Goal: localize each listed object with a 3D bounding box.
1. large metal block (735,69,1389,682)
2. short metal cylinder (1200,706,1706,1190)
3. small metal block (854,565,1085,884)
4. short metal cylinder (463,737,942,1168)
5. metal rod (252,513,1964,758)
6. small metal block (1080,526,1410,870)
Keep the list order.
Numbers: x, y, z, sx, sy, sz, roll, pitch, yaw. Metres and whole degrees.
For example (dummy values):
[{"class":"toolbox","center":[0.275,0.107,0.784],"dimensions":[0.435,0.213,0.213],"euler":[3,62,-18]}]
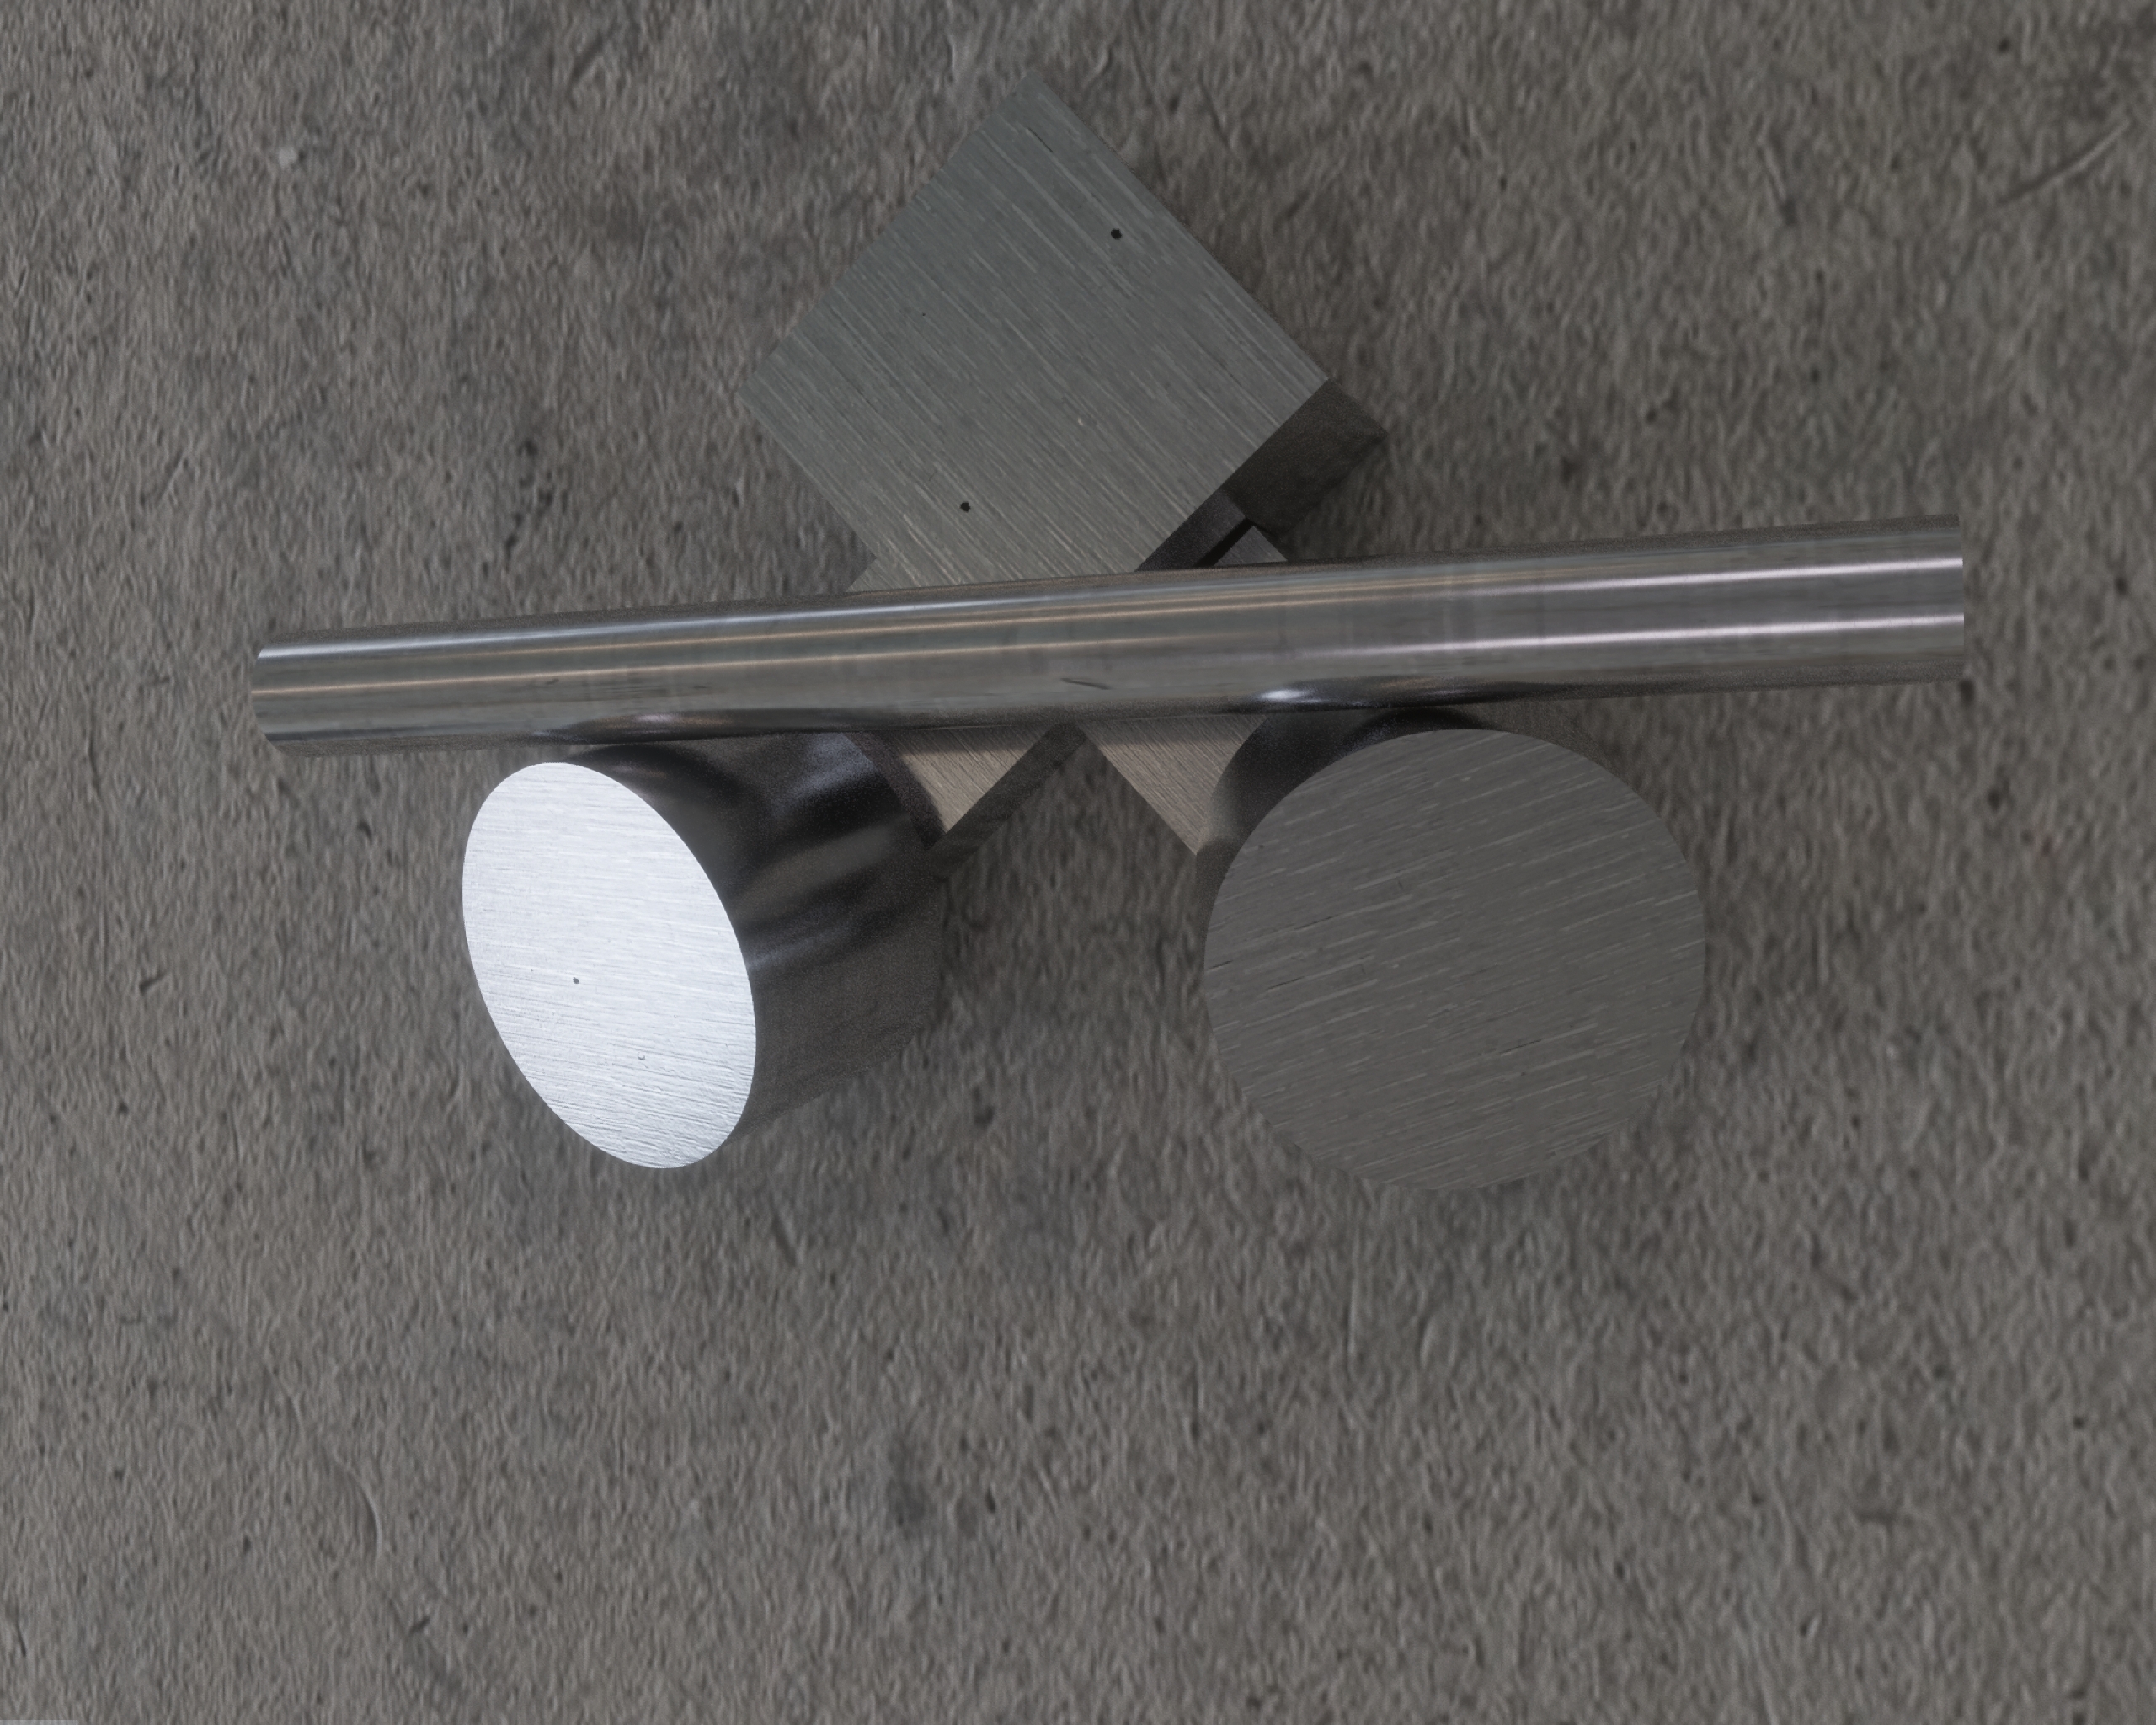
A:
[{"class":"large metal block","center":[-0.002,-0.085,0.395],"dimensions":[0.080,0.050,0.080],"euler":[-44,77,14]},{"class":"short metal cylinder","center":[0.061,0.009,0.360],"dimensions":[0.080,0.050,0.079],"euler":[0,108,1]},{"class":"small metal block","center":[-0.032,-0.029,0.422],"dimensions":[0.050,0.025,0.050],"euler":[-45,76,13]},{"class":"short metal cylinder","center":[-0.074,0.013,0.407],"dimensions":[0.080,0.050,0.079],"euler":[15,115,34]},{"class":"metal rod","center":[-0.011,-0.036,0.359],"dimensions":[0.301,0.025,0.025],"euler":[-1,90,19]},{"class":"small metal block","center":[0.036,-0.027,0.397],"dimensions":[0.050,0.025,0.050],"euler":[-45,76,14]}]
